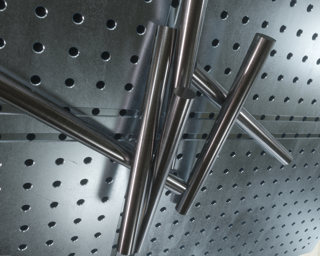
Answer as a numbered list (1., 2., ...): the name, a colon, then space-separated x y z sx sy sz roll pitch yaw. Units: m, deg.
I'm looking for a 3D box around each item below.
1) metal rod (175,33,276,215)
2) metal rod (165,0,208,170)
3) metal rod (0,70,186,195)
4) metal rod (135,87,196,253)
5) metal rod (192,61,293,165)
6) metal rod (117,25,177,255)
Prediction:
1. metal rod: 0.080 0.014 0.437 0.025 0.025 0.298 1 126 -29
2. metal rod: 0.028 -0.072 0.360 0.025 0.025 0.298 -8 127 -24
3. metal rod: -0.064 0.024 0.389 0.025 0.025 0.301 -49 129 6
4. metal rod: -0.007 0.078 0.422 0.025 0.025 0.298 -5 131 -26
5. metal rod: 0.134 -0.009 0.477 0.301 0.025 0.025 33 100 -38
6. metal rod: -0.020 0.028 0.388 0.025 0.025 0.298 2 109 -29
